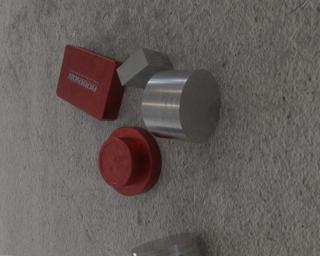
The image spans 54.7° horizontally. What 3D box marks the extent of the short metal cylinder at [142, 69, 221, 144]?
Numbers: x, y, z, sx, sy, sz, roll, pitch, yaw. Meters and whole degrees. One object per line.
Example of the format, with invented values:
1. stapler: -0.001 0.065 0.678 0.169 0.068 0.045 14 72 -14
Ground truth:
1. short metal cylinder: 0.026 -0.025 0.348 0.050 0.081 0.079 7 95 40

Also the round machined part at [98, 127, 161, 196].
1. round machined part: -0.049 0.047 0.434 0.098 0.042 0.097 0 90 40

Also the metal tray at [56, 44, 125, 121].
1. metal tray: -0.111 -0.074 0.493 0.130 0.030 0.089 27 107 36

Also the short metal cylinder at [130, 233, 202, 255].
1. short metal cylinder: 0.010 0.159 0.361 0.080 0.081 0.050 -23 76 37

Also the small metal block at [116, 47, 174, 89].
1. small metal block: -0.019 -0.076 0.405 0.050 0.050 0.025 -32 70 35
